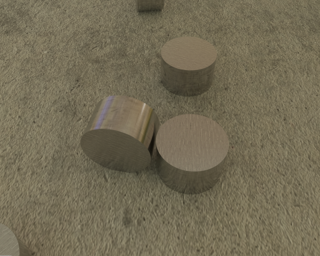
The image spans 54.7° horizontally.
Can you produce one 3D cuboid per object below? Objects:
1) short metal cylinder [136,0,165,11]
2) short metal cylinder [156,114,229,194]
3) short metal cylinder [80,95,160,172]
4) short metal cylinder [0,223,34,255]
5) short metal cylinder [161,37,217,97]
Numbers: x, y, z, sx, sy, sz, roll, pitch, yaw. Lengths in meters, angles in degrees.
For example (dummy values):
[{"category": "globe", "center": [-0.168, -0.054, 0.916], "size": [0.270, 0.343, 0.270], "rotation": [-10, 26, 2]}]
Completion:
[{"category": "short metal cylinder", "center": [-0.022, -0.267, 0.592], "size": [0.050, 0.080, 0.080], "rotation": [-7, 50, -6]}, {"category": "short metal cylinder", "center": [0.036, 0.030, 0.362], "size": [0.080, 0.050, 0.080], "rotation": [0, 50, 0]}, {"category": "short metal cylinder", "center": [-0.045, 0.008, 0.360], "size": [0.080, 0.080, 0.050], "rotation": [8, 51, 7]}, {"category": "short metal cylinder", "center": [-0.158, 0.131, 0.276], "size": [0.080, 0.050, 0.080], "rotation": [0, 50, 0]}, {"category": "short metal cylinder", "center": [0.042, -0.093, 0.465], "size": [0.080, 0.050, 0.080], "rotation": [0, 50, 0]}]
